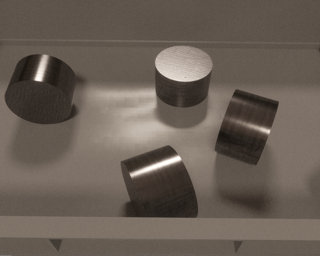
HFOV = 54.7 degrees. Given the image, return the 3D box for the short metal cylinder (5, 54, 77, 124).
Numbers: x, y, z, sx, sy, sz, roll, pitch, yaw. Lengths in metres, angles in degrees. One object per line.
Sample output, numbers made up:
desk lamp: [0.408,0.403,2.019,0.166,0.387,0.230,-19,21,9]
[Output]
short metal cylinder: [-0.155,-0.050,0.409,0.081,0.080,0.050,-2,50,-2]

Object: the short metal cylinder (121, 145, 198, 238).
short metal cylinder: [-0.003,0.063,0.316,0.050,0.080,0.080,-18,53,-15]

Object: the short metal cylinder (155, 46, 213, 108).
short metal cylinder: [0.033,-0.076,0.453,0.081,0.050,0.080,0,50,0]

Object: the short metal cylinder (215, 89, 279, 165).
short metal cylinder: [0.103,-0.001,0.372,0.050,0.080,0.080,19,53,15]
